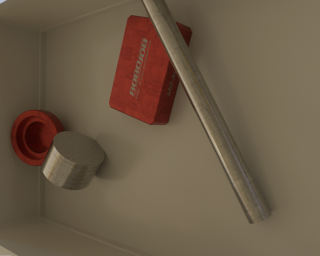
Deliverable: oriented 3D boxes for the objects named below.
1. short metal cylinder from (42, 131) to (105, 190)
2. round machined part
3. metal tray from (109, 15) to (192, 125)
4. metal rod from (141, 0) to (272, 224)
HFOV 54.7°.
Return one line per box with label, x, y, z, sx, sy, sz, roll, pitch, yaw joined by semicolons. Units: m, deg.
short metal cylinder;-0.133;0.049;0.478;0.080;0.081;0.050;46;117;30
round machined part;-0.211;0.016;0.552;0.098;0.042;0.097;1;94;17
metal tray;-0.016;-0.078;0.415;0.090;0.030;0.129;24;105;37
metal rod;0.042;-0.040;0.344;0.025;0.025;0.299;-31;79;35
